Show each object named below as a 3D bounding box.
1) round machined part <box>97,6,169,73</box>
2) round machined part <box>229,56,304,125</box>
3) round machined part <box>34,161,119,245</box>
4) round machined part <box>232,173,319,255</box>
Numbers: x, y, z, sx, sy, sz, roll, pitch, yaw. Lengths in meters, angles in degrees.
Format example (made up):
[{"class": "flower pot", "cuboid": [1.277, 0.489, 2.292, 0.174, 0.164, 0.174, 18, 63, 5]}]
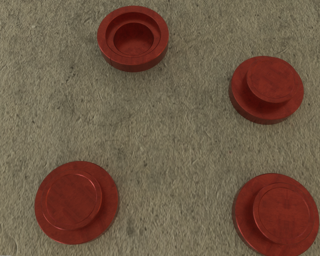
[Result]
[{"class": "round machined part", "cuboid": [-0.037, -0.122, 0.443, 0.099, 0.042, 0.098, 0, 70, 0]}, {"class": "round machined part", "cuboid": [0.147, -0.057, 0.421, 0.099, 0.042, 0.098, 0, 70, 0]}, {"class": "round machined part", "cuboid": [-0.099, 0.086, 0.367, 0.099, 0.042, 0.098, 0, 70, 0]}, {"class": "round machined part", "cuboid": [0.138, 0.101, 0.363, 0.099, 0.042, 0.098, 0, 70, 0]}]
